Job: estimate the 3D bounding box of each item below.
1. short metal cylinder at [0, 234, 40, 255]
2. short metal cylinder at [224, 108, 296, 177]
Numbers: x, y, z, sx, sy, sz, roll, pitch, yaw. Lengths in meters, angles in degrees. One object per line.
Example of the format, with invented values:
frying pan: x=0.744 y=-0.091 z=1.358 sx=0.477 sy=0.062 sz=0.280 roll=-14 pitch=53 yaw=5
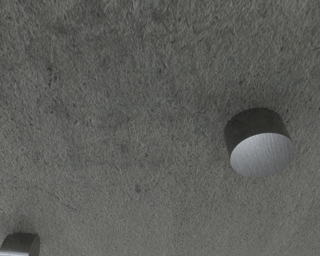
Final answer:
short metal cylinder: x=-0.260 y=0.239 z=0.572 sx=0.050 sy=0.080 sz=0.079 roll=6 pitch=130 yaw=-5
short metal cylinder: x=0.129 y=0.020 z=0.409 sx=0.081 sy=0.050 sz=0.079 roll=0 pitch=130 yaw=0
